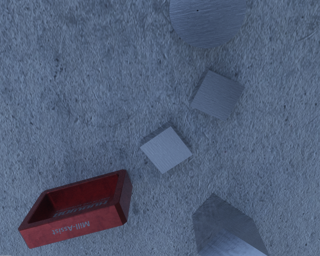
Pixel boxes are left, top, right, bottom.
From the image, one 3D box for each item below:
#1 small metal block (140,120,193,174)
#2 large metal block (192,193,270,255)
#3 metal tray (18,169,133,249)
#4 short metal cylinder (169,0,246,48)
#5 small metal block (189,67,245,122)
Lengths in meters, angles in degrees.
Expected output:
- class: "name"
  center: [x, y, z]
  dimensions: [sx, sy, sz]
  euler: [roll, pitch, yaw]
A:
- class: "small metal block"
  center: [0.009, 0.026, 0.419]
  dimensions: [0.050, 0.025, 0.050]
  euler: [-35, 107, 12]
- class: "large metal block"
  center: [0.096, 0.151, 0.437]
  dimensions: [0.080, 0.080, 0.050]
  euler: [35, 106, -12]
- class: "metal tray"
  center: [-0.106, 0.104, 0.412]
  dimensions: [0.131, 0.090, 0.030]
  euler: [-16, 110, 5]
- class: "short metal cylinder"
  center: [0.050, -0.133, 0.348]
  dimensions: [0.081, 0.050, 0.079]
  euler: [0, 110, 0]
- class: "small metal block"
  center: [0.071, -0.043, 0.394]
  dimensions: [0.050, 0.025, 0.050]
  euler: [24, 108, -9]
